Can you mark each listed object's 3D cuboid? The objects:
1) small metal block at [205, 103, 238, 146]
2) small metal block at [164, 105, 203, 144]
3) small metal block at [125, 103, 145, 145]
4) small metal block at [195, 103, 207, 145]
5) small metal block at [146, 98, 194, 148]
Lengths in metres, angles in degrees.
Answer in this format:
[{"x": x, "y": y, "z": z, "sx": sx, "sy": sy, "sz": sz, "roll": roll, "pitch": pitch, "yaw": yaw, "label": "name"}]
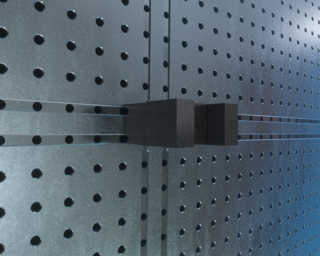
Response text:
[{"x": 0.069, "y": -0.004, "z": 0.386, "sx": 0.025, "sy": 0.050, "sz": 0.050, "roll": 1, "pitch": 89, "yaw": -40, "label": "small metal block"}, {"x": 0.032, "y": -0.004, "z": 0.421, "sx": 0.025, "sy": 0.050, "sz": 0.050, "roll": -1, "pitch": 91, "yaw": -40, "label": "small metal block"}, {"x": -0.018, "y": -0.005, "z": 0.379, "sx": 0.025, "sy": 0.050, "sz": 0.050, "roll": 1, "pitch": 90, "yaw": -40, "label": "small metal block"}, {"x": 0.030, "y": -0.005, "z": 0.372, "sx": 0.050, "sy": 0.025, "sz": 0.050, "roll": 1, "pitch": 90, "yaw": -40, "label": "small metal block"}, {"x": 0.010, "y": -0.005, "z": 0.337, "sx": 0.025, "sy": 0.050, "sz": 0.050, "roll": 1, "pitch": 89, "yaw": -40, "label": "small metal block"}]
